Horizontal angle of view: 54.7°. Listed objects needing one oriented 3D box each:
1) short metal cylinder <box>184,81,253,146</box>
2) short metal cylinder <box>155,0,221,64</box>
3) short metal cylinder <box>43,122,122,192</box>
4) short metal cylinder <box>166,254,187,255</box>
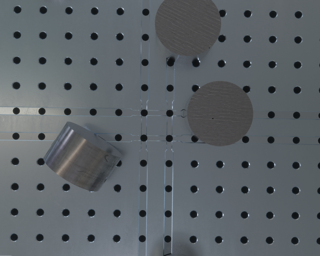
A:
[{"bbox_3d":[0.073,-0.018,0.401,0.081,0.050,0.079,0,90,0],"label":"short metal cylinder"},{"bbox_3d":[0.034,-0.127,0.401,0.081,0.050,0.079,0,90,0],"label":"short metal cylinder"},{"bbox_3d":[-0.095,0.035,0.385,0.080,0.080,0.050,34,90,0],"label":"short metal cylinder"},{"bbox_3d":[0.022,0.213,0.401,0.081,0.050,0.079,0,90,0],"label":"short metal cylinder"}]
